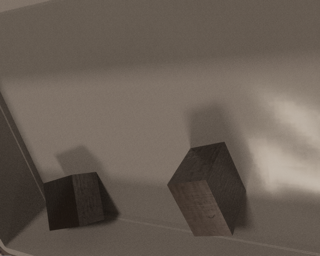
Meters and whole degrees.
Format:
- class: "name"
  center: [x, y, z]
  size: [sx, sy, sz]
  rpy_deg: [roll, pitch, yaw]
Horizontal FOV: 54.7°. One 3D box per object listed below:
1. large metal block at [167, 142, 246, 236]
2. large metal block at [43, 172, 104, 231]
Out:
- class: "large metal block"
  center: [0.062, 0.075, 0.386]
  size: [0.050, 0.080, 0.080]
  rpy_deg: [-15, 111, 34]
- class: "large metal block"
  center: [-0.146, 0.123, 0.521]
  size: [0.080, 0.050, 0.080]
  rpy_deg: [-20, 77, 35]
